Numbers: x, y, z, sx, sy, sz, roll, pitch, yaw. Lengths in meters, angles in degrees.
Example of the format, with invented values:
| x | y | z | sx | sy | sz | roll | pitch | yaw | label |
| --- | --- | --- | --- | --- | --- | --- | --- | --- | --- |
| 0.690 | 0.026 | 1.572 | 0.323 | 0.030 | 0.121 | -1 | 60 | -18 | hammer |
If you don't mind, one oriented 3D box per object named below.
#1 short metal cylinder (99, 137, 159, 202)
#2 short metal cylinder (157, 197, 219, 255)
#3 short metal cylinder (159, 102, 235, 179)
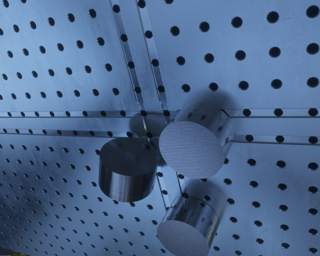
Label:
| x | y | z | sx | sy | sz | roll | pitch | yaw | label |
| --- | --- | --- | --- | --- | --- | --- | --- | --- | --- |
| -0.045 | 0.057 | 0.434 | 0.080 | 0.080 | 0.050 | 21 | 126 | 15 | short metal cylinder |
| 0.043 | 0.151 | 0.466 | 0.080 | 0.050 | 0.079 | 13 | 125 | 21 | short metal cylinder |
| 0.046 | 0.015 | 0.380 | 0.080 | 0.050 | 0.079 | 13 | 124 | 21 | short metal cylinder |
